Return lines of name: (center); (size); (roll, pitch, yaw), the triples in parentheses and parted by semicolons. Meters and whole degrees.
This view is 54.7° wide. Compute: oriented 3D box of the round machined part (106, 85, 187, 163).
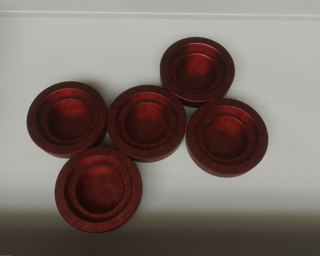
round machined part: (-0.016, -0.003, 0.398); (0.099, 0.042, 0.098); (0, 70, 0)

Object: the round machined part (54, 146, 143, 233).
round machined part: (-0.070, 0.074, 0.370); (0.099, 0.042, 0.098); (0, 70, 0)

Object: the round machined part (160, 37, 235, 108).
round machined part: (0.049, -0.072, 0.424); (0.099, 0.042, 0.098); (0, 70, 0)

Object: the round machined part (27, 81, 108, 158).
round machined part: (-0.114, -0.008, 0.400); (0.099, 0.042, 0.098); (0, 70, 0)

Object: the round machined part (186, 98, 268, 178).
round machined part: (0.082, 0.015, 0.393); (0.099, 0.042, 0.098); (0, 70, 0)
